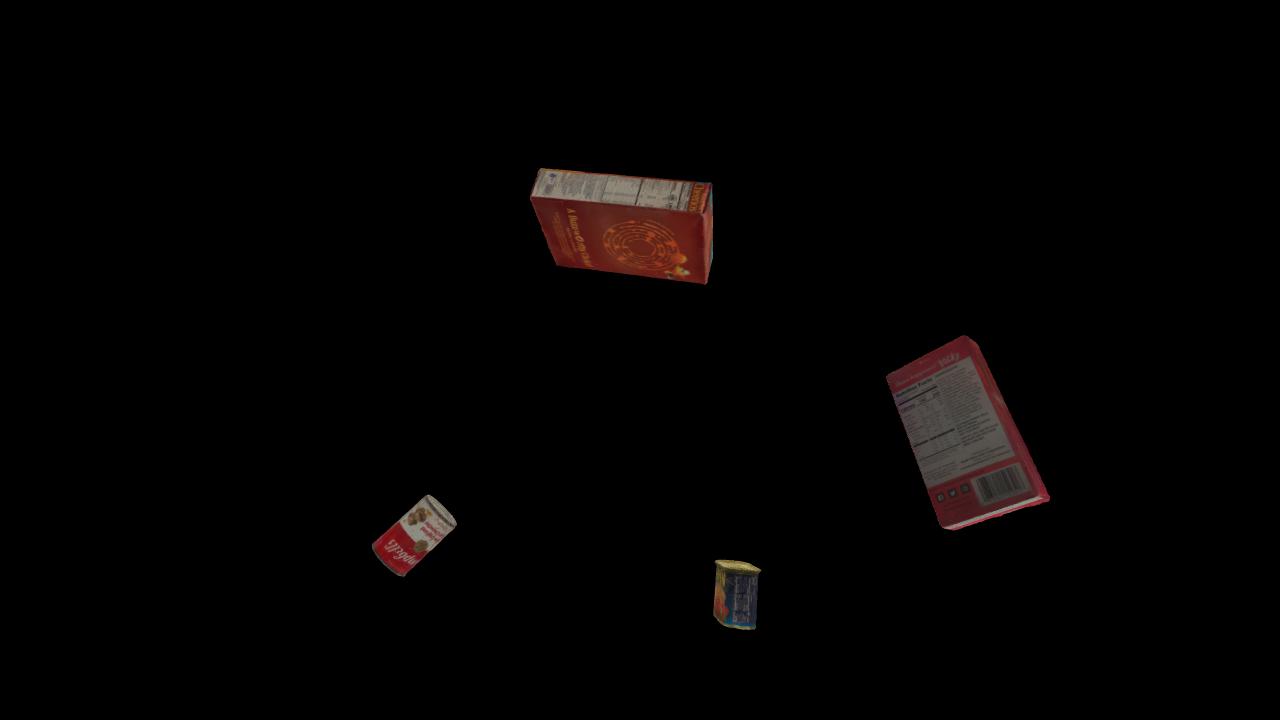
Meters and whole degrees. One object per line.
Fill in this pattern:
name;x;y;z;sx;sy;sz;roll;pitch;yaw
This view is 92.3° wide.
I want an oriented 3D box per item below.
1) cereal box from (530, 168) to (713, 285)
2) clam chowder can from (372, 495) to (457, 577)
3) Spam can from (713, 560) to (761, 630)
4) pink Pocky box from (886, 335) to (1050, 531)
cereal box;-0.022;-0.237;1.104;0.306;0.081;0.203;8;-25;12
clam chowder can;-0.332;0.258;0.911;0.102;0.068;0.068;-44;12;-13
Spam can;0.147;0.359;0.946;0.058;0.085;0.101;5;-11;-3
pink Pocky box;0.283;0.063;0.544;0.029;0.155;0.084;20;-42;-35
